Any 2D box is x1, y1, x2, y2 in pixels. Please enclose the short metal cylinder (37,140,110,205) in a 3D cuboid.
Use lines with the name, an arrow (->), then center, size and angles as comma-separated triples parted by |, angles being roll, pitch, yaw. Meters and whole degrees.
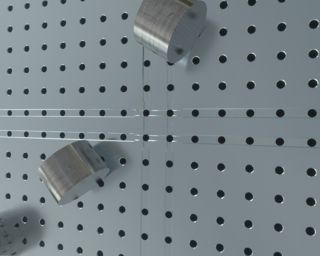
short metal cylinder -> -0.117, 0.061, 0.425 | 0.080, 0.080, 0.050 | -42, 77, 15

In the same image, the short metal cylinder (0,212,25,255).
short metal cylinder -> -0.267, 0.180, 0.494 | 0.080, 0.050, 0.079 | 0, 90, 20

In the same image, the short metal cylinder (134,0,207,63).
short metal cylinder -> 0.013, -0.127, 0.379 | 0.050, 0.080, 0.080 | 35, 101, 16
